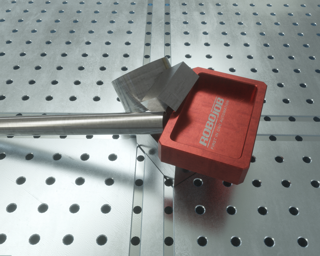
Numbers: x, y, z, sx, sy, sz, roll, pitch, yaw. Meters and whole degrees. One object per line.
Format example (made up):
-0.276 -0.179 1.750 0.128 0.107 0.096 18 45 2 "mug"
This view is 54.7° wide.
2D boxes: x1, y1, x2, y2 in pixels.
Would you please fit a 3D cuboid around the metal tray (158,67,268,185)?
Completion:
0.062 -0.009 0.344 0.090 0.030 0.130 16 51 13 "metal tray"

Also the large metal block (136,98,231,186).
0.026 0.010 0.381 0.081 0.050 0.080 -28 56 -22 "large metal block"

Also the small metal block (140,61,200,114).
0.010 -0.043 0.350 0.025 0.050 0.050 40 72 -18 "small metal block"

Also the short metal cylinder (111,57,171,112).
-0.017 -0.054 0.409 0.081 0.080 0.050 -28 99 -22 "short metal cylinder"

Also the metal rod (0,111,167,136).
-0.141 -0.003 0.370 0.301 0.025 0.025 -1 49 13 "metal rod"
